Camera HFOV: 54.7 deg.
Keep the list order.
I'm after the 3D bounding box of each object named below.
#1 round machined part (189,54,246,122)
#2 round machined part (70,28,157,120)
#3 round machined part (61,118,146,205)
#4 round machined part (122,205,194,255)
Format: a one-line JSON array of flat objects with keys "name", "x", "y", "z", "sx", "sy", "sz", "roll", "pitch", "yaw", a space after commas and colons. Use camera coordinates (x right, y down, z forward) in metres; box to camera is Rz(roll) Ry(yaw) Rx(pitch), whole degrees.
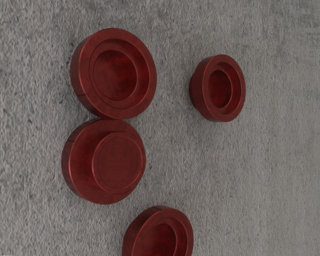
[{"name": "round machined part", "x": 0.081, "y": -0.057, "z": 0.462, "sx": 0.099, "sy": 0.042, "sz": 0.097, "roll": 0, "pitch": 90, "yaw": -40}, {"name": "round machined part", "x": -0.055, "y": -0.057, "z": 0.347, "sx": 0.099, "sy": 0.042, "sz": 0.097, "roll": 1, "pitch": 88, "yaw": -40}, {"name": "round machined part", "x": -0.055, "y": 0.037, "z": 0.348, "sx": 0.099, "sy": 0.042, "sz": 0.097, "roll": 0, "pitch": 90, "yaw": -40}, {"name": "round machined part", "x": -0.007, "y": 0.146, "z": 0.388, "sx": 0.099, "sy": 0.042, "sz": 0.097, "roll": 0, "pitch": 90, "yaw": -40}]
